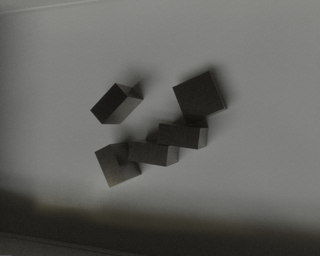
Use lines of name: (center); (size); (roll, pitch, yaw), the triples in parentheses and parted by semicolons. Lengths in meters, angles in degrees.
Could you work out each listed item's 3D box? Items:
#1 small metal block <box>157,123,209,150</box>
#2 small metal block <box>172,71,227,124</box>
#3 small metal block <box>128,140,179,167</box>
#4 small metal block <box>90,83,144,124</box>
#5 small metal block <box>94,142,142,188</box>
small metal block: (0.030, 0.009, 0.386); (0.050, 0.050, 0.025); (7, 93, 19)
small metal block: (0.050, -0.037, 0.392); (0.050, 0.025, 0.050); (-23, 83, 18)
small metal block: (-0.006, 0.031, 0.399); (0.050, 0.050, 0.025); (7, 93, 19)
small metal block: (-0.057, -0.031, 0.416); (0.050, 0.050, 0.025); (-45, 77, 14)
small metal block: (-0.055, 0.048, 0.416); (0.025, 0.050, 0.050); (-27, 81, 18)
